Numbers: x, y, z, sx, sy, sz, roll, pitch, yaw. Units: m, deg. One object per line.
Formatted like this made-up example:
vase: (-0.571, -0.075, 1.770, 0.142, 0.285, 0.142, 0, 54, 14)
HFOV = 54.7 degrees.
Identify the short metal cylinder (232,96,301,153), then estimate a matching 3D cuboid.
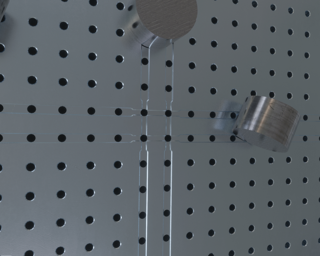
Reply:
short metal cylinder: (0.149, -0.005, 0.438, 0.080, 0.080, 0.050, 28, 81, -18)

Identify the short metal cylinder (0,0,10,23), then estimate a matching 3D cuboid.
short metal cylinder: (-0.202, -0.125, 0.309, 0.080, 0.080, 0.050, 21, 83, -19)

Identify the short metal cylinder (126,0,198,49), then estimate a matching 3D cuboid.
short metal cylinder: (0.001, -0.148, 0.399, 0.081, 0.050, 0.079, 0, 90, -20)
